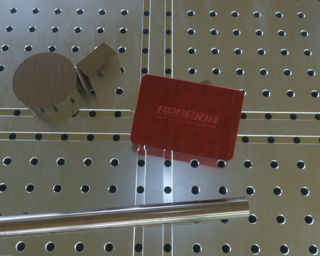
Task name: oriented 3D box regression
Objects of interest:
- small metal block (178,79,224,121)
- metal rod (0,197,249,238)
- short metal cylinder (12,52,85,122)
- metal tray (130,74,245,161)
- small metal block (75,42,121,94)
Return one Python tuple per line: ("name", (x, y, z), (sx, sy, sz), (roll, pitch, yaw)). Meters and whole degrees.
("small metal block", (0.053, -0.032, 0.424), (0.050, 0.025, 0.050), (-22, 72, -8))
("metal rod", (-0.046, 0.107, 0.372), (0.302, 0.025, 0.025), (-4, 70, -2))
("short metal cylinder", (-0.147, -0.054, 0.416), (0.081, 0.050, 0.080), (0, 70, -1))
("metal tray", (0.034, -0.013, 0.400), (0.131, 0.030, 0.089), (10, 88, 3))
("small metal block", (-0.083, -0.081, 0.427), (0.025, 0.050, 0.050), (42, 75, 13))
